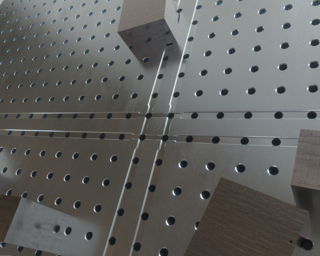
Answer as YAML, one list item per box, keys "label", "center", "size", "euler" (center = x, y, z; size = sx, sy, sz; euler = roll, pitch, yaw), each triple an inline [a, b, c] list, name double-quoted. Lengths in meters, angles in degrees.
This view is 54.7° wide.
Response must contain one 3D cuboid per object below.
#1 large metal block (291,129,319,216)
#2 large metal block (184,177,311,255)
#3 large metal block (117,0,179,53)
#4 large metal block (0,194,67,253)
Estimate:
- label: "large metal block"
  center: [0.161, 0.045, 0.261]
  size: [0.080, 0.080, 0.050]
  euler: [6, 65, 31]
- label: "large metal block"
  center: [0.082, 0.103, 0.286]
  size: [0.080, 0.050, 0.080]
  euler: [18, 71, 34]
- label: "large metal block"
  center: [-0.017, -0.179, 0.509]
  size: [0.080, 0.050, 0.080]
  euler: [-9, 58, 23]
- label: "large metal block"
  center: [-0.182, 0.120, 0.393]
  size: [0.080, 0.080, 0.050]
  euler: [-1, 61, 27]
